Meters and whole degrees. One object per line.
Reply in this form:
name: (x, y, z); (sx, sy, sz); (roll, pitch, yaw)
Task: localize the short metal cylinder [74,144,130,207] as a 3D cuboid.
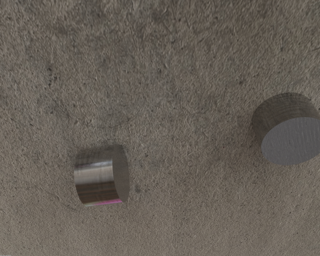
short metal cylinder: (-0.077, 0.065, 0.425); (0.050, 0.080, 0.080); (-9, 130, 7)

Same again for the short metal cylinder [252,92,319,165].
short metal cylinder: (0.163, 0.002, 0.394); (0.081, 0.050, 0.079); (0, 130, 0)
